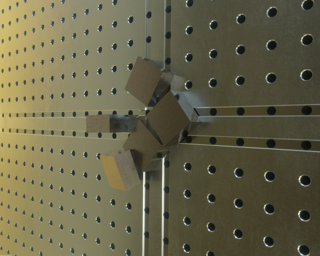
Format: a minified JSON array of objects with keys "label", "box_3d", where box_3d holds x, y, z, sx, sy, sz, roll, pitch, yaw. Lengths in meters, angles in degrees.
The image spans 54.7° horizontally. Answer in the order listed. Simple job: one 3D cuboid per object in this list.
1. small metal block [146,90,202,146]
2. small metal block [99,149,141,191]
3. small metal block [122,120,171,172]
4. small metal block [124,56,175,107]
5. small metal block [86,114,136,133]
[{"label":"small metal block","box_3d":[0.017,-0.012,0.394,0.050,0.025,0.050,-44,64,30]},{"label":"small metal block","box_3d":[-0.057,0.058,0.436,0.050,0.025,0.050,-5,105,57]},{"label":"small metal block","box_3d":[-0.018,0.024,0.422,0.050,0.025,0.050,48,118,29]},{"label":"small metal block","box_3d":[-0.015,-0.062,0.420,0.050,0.025,0.050,38,113,33]},{"label":"small metal block","box_3d":[-0.071,-0.006,0.449,0.050,0.050,0.025,-1,90,39]}]
